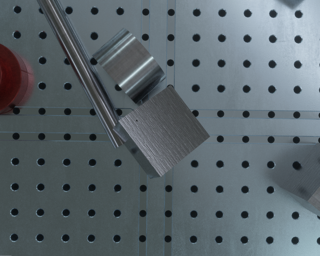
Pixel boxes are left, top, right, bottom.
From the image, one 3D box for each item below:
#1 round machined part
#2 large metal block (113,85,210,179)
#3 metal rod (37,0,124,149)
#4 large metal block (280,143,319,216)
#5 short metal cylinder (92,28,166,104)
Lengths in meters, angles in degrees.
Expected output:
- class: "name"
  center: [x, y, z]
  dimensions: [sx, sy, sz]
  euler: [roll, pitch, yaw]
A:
- class: "round machined part"
  center: [-0.230, -0.066, 0.403]
  dimensions: [0.099, 0.042, 0.097]
  euler: [0, 90, 0]
- class: "large metal block"
  center: [0.000, 0.006, 0.389]
  dimensions: [0.080, 0.050, 0.080]
  euler: [-37, 90, -20]
- class: "metal rod"
  center: [-0.119, -0.111, 0.412]
  dimensions: [0.025, 0.025, 0.299]
  euler: [-28, 90, 0]
- class: "large metal block"
  center: [0.210, 0.067, 0.387]
  dimensions: [0.050, 0.080, 0.080]
  euler: [40, 90, 0]
- class: "short metal cylinder"
  center: [-0.038, -0.076, 0.385]
  dimensions: [0.050, 0.080, 0.080]
  euler: [-42, 90, 0]
